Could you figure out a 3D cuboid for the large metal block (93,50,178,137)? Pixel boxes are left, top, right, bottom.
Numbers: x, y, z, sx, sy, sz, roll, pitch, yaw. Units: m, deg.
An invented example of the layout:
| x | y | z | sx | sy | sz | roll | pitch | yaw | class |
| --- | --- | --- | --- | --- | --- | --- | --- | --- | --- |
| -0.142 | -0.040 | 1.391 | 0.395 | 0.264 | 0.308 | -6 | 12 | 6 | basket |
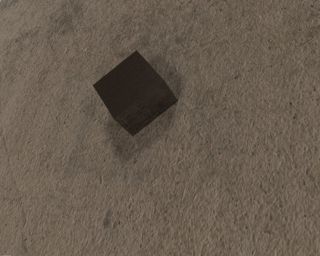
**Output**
| x | y | z | sx | sy | sz | roll | pitch | yaw | class |
| --- | --- | --- | --- | --- | --- | --- | --- | --- | --- |
| -0.035 | -0.049 | 0.435 | 0.080 | 0.050 | 0.080 | -38 | 51 | 2 | large metal block |
